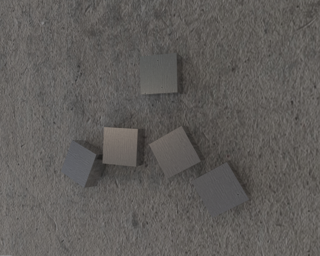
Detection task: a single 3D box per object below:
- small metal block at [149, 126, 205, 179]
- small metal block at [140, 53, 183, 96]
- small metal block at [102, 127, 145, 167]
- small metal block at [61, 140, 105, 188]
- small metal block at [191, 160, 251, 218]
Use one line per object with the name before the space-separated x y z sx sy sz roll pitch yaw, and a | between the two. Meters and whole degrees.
small metal block | 0.022 0.031 0.401 0.050 0.025 0.050 -31 80 17
small metal block | 0.002 -0.069 0.408 0.050 0.025 0.050 -1 90 20
small metal block | -0.050 0.025 0.426 0.050 0.025 0.050 3 91 19
small metal block | -0.108 0.050 0.442 0.050 0.025 0.050 26 99 29
small metal block | 0.076 0.074 0.382 0.050 0.025 0.050 -32 80 17
